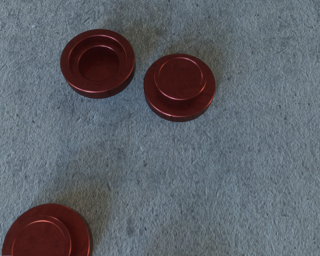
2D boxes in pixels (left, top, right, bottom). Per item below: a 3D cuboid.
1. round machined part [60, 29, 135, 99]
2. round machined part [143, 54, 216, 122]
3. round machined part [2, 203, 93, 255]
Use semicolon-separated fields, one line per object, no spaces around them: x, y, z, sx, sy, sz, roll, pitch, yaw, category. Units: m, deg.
-0.083;-0.084;0.429;0.099;0.042;0.098;0;70;0;round machined part
0.027;-0.060;0.421;0.099;0.042;0.098;0;70;0;round machined part
-0.129;0.135;0.349;0.099;0.042;0.098;0;70;0;round machined part
